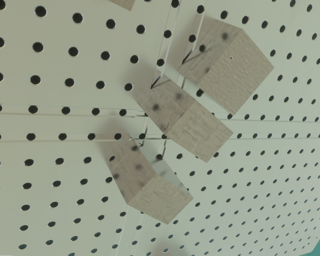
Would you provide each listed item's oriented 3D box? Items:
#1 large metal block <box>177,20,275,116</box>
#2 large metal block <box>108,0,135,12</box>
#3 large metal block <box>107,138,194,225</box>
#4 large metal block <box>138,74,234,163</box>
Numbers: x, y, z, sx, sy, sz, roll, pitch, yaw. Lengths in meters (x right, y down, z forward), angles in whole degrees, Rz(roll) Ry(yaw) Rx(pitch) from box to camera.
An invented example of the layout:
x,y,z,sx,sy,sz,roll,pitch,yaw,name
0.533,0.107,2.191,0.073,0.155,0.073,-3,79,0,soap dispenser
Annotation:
x,y,z,sx,sy,sz,roll,pitch,yaw,name
0.084,-0.075,0.394,0.080,0.050,0.080,32,100,-38,large metal block
-0.052,-0.160,0.267,0.081,0.050,0.080,15,111,-34,large metal block
-0.014,0.071,0.411,0.050,0.080,0.080,-47,129,4,large metal block
0.031,-0.012,0.384,0.080,0.080,0.050,35,99,-39,large metal block
